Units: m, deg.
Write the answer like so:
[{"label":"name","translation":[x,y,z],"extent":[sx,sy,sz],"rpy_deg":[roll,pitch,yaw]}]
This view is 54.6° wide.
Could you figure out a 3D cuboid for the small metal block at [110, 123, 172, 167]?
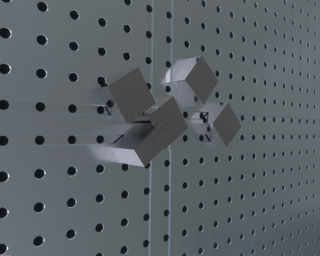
[{"label":"small metal block","translation":[-0.023,0.019,0.373],"extent":[0.050,0.050,0.025],"rpy_deg":[-44,117,-31]}]

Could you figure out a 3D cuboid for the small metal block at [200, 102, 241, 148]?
[{"label":"small metal block","translation":[0.097,-0.005,0.489],"extent":[0.050,0.025,0.050],"rpy_deg":[-49,119,-29]}]

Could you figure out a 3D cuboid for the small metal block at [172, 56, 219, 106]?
[{"label":"small metal block","translation":[0.053,-0.068,0.452],"extent":[0.050,0.025,0.050],"rpy_deg":[49,61,-29]}]

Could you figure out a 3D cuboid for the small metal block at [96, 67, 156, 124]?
[{"label":"small metal block","translation":[-0.040,-0.039,0.375],"extent":[0.050,0.025,0.050],"rpy_deg":[-39,114,-33]}]

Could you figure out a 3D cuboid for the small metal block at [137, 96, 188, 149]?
[{"label":"small metal block","translation":[0.004,-0.007,0.411],"extent":[0.050,0.025,0.050],"rpy_deg":[-40,115,-32]}]
